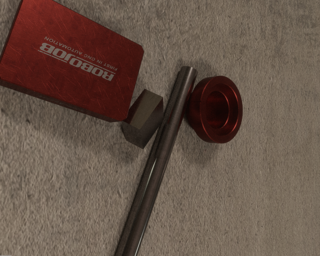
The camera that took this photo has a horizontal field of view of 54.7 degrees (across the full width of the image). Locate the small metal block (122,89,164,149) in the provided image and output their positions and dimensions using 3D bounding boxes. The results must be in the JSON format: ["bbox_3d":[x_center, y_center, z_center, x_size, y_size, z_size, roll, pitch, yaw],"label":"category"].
[{"bbox_3d":[-0.019,-0.010,0.373,0.050,0.025,0.050,-56,163,-25],"label":"small metal block"}]

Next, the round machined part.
[{"bbox_3d":[0.077,-0.027,0.460,0.099,0.042,0.097,-1,91,-41],"label":"round machined part"}]

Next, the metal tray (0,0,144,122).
[{"bbox_3d":[-0.087,-0.067,0.319,0.131,0.030,0.090,20,77,-32],"label":"metal tray"}]

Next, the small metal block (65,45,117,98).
[{"bbox_3d":[-0.076,-0.060,0.342,0.050,0.025,0.050,0,90,-40],"label":"small metal block"}]

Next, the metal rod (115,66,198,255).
[{"bbox_3d":[-0.006,0.054,0.402,0.025,0.025,0.299,31,71,-36],"label":"metal rod"}]
